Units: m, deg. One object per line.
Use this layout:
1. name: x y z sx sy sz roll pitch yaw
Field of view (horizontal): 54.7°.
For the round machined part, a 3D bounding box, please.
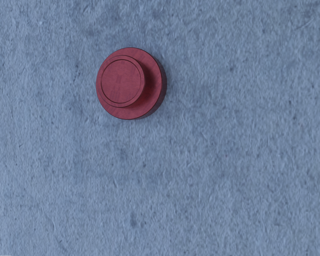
1. round machined part: -0.044 -0.060 0.414 0.098 0.042 0.097 0 90 19
